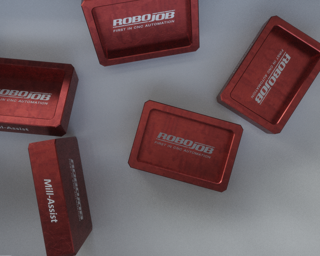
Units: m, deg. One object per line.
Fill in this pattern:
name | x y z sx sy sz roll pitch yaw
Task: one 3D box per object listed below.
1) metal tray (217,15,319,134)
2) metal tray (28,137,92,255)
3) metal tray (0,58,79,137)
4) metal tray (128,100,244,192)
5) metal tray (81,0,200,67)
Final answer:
metal tray | 0.148 -0.068 0.409 0.090 0.030 0.130 33 90 0
metal tray | -0.117 0.078 0.377 0.030 0.090 0.129 -10 90 0
metal tray | -0.178 -0.041 0.390 0.131 0.030 0.090 5 66 0
metal tray | 0.033 0.023 0.408 0.131 0.030 0.090 16 90 0
metal tray | -0.020 -0.130 0.380 0.131 0.090 0.030 -10 48 0
